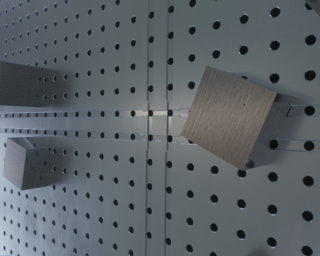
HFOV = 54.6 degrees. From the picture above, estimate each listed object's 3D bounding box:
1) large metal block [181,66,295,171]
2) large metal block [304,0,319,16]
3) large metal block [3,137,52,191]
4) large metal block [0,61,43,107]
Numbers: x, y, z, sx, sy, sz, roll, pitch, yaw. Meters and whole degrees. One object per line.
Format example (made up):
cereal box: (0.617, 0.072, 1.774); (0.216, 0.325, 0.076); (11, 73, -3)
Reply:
large metal block: (0.080, -0.012, 0.328); (0.080, 0.050, 0.080); (31, 109, 36)
large metal block: (0.128, -0.149, 0.268); (0.050, 0.081, 0.080); (-43, 64, 31)
large metal block: (-0.264, 0.068, 0.613); (0.080, 0.050, 0.080); (19, 102, 38)
large metal block: (-0.284, -0.085, 0.611); (0.050, 0.081, 0.080); (12, 98, 39)
